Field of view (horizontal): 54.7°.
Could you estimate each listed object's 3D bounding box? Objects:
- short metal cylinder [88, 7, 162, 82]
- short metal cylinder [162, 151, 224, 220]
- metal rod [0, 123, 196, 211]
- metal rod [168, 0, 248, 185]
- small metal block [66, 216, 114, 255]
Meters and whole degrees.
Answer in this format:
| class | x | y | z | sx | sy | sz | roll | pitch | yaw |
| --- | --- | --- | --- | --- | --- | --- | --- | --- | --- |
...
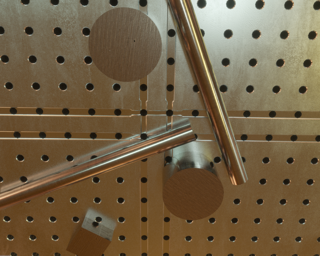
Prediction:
| class | x | y | z | sx | sy | sz | roll | pitch | yaw |
| --- | --- | --- | --- | --- | --- | --- | --- | --- | --- |
| short metal cylinder | -0.038 | -0.099 | 0.363 | 0.081 | 0.050 | 0.079 | 0 | 110 | 0 |
| short metal cylinder | 0.044 | 0.079 | 0.430 | 0.081 | 0.050 | 0.079 | 0 | 110 | 0 |
| metal rod | -0.096 | 0.057 | 0.433 | 0.301 | 0.025 | 0.025 | -20 | 109 | 7 |
| metal rod | 0.060 | -0.057 | 0.392 | 0.025 | 0.025 | 0.299 | -20 | 109 | 7 |
| small metal block | -0.107 | 0.172 | 0.476 | 0.050 | 0.025 | 0.050 | 31 | 107 | -11 |
